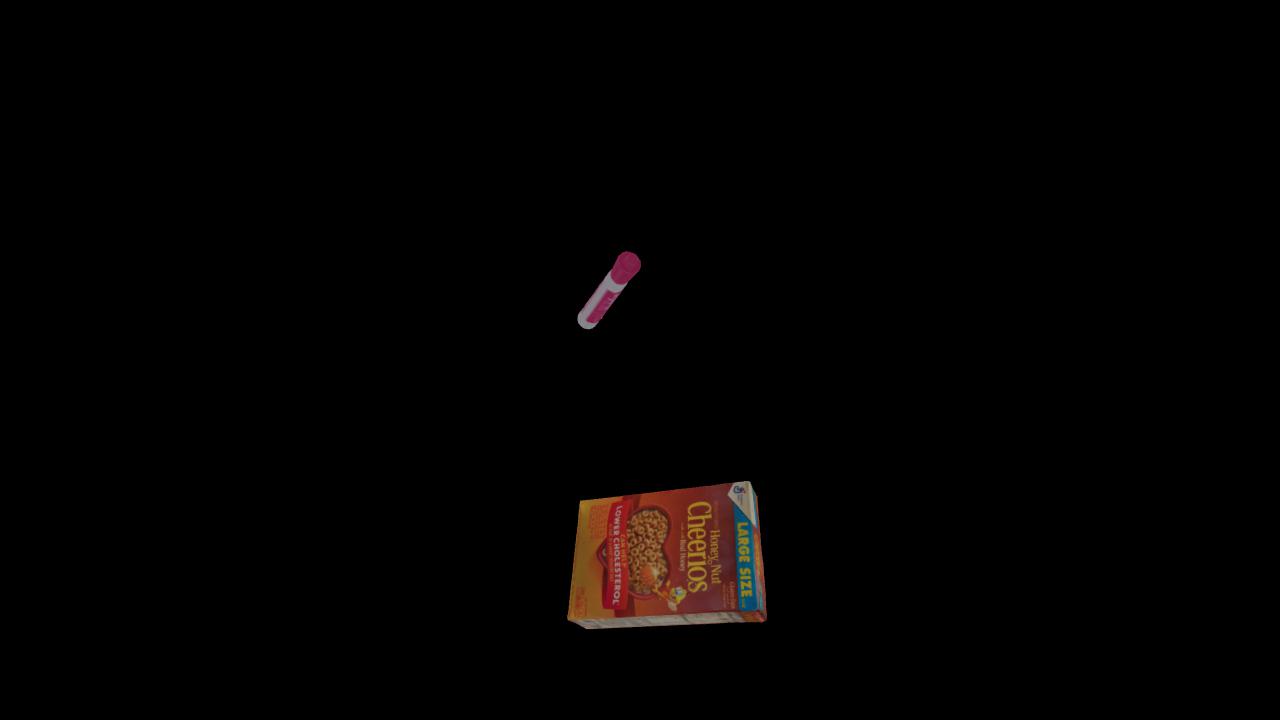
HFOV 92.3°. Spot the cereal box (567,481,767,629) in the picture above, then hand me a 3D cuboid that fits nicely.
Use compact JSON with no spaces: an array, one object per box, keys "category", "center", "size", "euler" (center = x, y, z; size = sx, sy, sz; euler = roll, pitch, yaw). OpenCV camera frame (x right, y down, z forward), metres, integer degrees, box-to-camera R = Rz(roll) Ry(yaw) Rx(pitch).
[{"category":"cereal box","center":[0.043,0.315,0.991],"size":[0.306,0.203,0.081],"euler":[-11,-38,19]}]

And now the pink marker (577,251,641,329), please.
[{"category":"pink marker","center":[-0.027,-0.055,0.505],"size":[0.020,0.020,0.121],"euler":[0,-18,-22]}]
